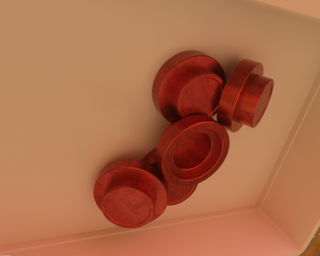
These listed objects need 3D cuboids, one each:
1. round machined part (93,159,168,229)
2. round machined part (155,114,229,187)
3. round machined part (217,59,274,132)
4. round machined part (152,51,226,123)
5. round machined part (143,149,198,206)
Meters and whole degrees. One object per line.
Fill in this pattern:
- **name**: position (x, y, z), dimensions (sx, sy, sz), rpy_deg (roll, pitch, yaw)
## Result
- **round machined part**: position (-0.039, 0.092, 0.405), dimensions (0.099, 0.042, 0.097), rpy_deg (2, 118, 4)
- **round machined part**: position (0.038, 0.025, 0.406), dimensions (0.099, 0.042, 0.097), rpy_deg (-14, 125, -21)
- **round machined part**: position (0.117, -0.039, 0.410), dimensions (0.099, 0.042, 0.097), rpy_deg (-43, 146, -38)
- **round machined part**: position (0.043, -0.044, 0.393), dimensions (0.099, 0.042, 0.097), rpy_deg (-14, 125, -21)
- **round machined part**: position (0.017, 0.074, 0.453), dimensions (0.099, 0.042, 0.097), rpy_deg (-14, 125, -21)
